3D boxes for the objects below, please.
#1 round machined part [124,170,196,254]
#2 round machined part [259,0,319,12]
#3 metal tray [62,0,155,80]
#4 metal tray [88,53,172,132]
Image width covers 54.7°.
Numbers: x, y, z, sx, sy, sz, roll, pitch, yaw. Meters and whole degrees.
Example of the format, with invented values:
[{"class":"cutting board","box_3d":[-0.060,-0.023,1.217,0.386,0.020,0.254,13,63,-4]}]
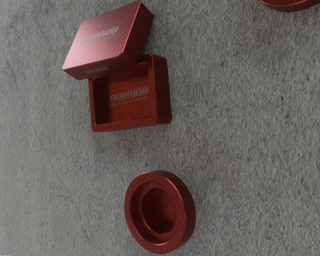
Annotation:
[{"class":"round machined part","box_3d":[0.004,0.102,0.389,0.098,0.042,0.097,0,90,39]},{"class":"round machined part","box_3d":[0.125,-0.164,0.290,0.098,0.042,0.097,0,90,39]},{"class":"metal tray","box_3d":[-0.076,-0.120,0.438,0.130,0.030,0.090,-1,65,40]},{"class":"metal tray","box_3d":[-0.047,-0.044,0.437,0.130,0.030,0.089,-8,85,39]}]
